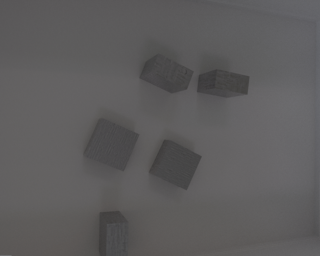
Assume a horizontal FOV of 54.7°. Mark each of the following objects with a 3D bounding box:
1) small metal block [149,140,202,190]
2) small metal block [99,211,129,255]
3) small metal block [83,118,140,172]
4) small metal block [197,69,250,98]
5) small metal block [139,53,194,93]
[{"bbox_3d":[0.021,0.049,0.418,0.050,0.025,0.050,28,81,-18],"label":"small metal block"},{"bbox_3d":[-0.057,0.133,0.376,0.025,0.050,0.050,1,90,-20],"label":"small metal block"},{"bbox_3d":[-0.061,0.021,0.388,0.050,0.025,0.050,25,82,-18],"label":"small metal block"},{"bbox_3d":[0.087,-0.060,0.429,0.050,0.050,0.025,8,88,-20],"label":"small metal block"},{"bbox_3d":[0.007,-0.069,0.400,0.050,0.050,0.025,23,83,-19],"label":"small metal block"}]
